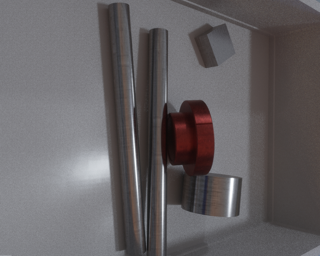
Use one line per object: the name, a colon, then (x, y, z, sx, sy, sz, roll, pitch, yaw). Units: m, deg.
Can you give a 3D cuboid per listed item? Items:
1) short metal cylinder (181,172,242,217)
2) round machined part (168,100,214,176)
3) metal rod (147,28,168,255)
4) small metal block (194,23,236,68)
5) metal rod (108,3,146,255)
short metal cylinder: (0.072, 0.090, 0.434, 0.081, 0.080, 0.050, 10, 84, -40)
round machined part: (0.034, 0.013, 0.399, 0.042, 0.098, 0.097, -3, 93, -10)
metal rod: (-0.003, 0.022, 0.396, 0.025, 0.025, 0.298, 4, 85, -40)
small metal block: (0.087, -0.128, 0.481, 0.050, 0.025, 0.050, -38, 114, -34)
metal rod: (-0.039, 0.004, 0.375, 0.025, 0.025, 0.298, -7, 94, -40)
